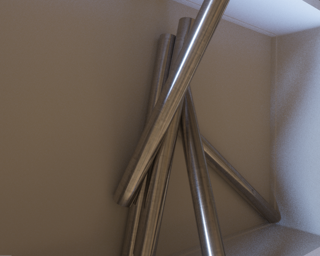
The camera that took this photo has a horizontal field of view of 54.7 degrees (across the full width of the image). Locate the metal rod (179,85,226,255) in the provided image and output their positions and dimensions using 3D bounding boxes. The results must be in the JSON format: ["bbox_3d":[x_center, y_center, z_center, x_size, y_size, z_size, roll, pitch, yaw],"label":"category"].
[{"bbox_3d":[0.045,0.056,0.365,0.025,0.025,0.299,15,56,-39],"label":"metal rod"}]

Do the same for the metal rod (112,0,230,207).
[{"bbox_3d":[0.018,-0.045,0.346,0.025,0.025,0.298,17,103,-39],"label":"metal rod"}]

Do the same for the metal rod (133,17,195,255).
[{"bbox_3d":[0.009,0.007,0.380,0.025,0.025,0.299,18,78,-39],"label":"metal rod"}]

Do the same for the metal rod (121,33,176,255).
[{"bbox_3d":[-0.012,0.025,0.395,0.025,0.025,0.299,16,80,-39],"label":"metal rod"}]

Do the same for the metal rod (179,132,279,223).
[{"bbox_3d":[0.120,0.081,0.506,0.300,0.025,0.025,43,64,-32],"label":"metal rod"}]
